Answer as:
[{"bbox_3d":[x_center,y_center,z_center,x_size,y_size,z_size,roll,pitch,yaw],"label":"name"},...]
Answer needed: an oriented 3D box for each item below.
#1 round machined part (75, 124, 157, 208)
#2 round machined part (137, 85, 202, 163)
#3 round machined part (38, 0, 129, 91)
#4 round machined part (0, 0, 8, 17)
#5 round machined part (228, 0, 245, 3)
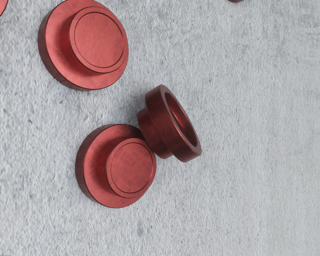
[{"bbox_3d":[-0.043,0.044,0.358,0.099,0.042,0.097,0,90,-40],"label":"round machined part"},{"bbox_3d":[0.008,-0.001,0.379,0.098,0.042,0.098,54,16,-23],"label":"round machined part"},{"bbox_3d":[-0.074,-0.090,0.331,0.099,0.042,0.097,0,90,-40],"label":"round machined part"},{"bbox_3d":[-0.177,-0.117,0.245,0.099,0.042,0.097,0,90,-40],"label":"round machined part"},{"bbox_3d":[0.133,-0.260,0.504,0.099,0.042,0.097,0,90,-40],"label":"round machined part"}]
